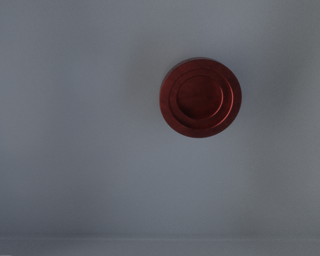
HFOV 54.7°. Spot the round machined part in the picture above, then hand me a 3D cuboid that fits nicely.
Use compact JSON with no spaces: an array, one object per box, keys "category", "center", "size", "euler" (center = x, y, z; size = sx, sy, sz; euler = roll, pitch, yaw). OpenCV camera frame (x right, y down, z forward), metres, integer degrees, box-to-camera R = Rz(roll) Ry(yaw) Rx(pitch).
[{"category":"round machined part","center":[0.048,-0.040,0.388],"size":[0.099,0.042,0.097],"euler":[0,110,-1]}]
